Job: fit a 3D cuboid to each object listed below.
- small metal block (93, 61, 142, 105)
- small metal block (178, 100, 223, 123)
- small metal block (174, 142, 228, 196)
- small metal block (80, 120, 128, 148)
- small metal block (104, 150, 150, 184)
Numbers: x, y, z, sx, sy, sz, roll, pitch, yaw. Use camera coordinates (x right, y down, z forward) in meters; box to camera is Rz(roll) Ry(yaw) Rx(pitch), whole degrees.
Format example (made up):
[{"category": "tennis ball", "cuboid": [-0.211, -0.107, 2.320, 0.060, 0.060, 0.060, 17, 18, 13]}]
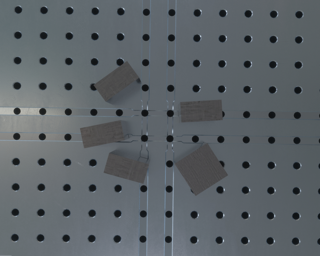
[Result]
[{"category": "small metal block", "cuboid": [-0.053, -0.057, 0.401, 0.050, 0.050, 0.025, -36, 90, 0]}, {"category": "small metal block", "cuboid": [0.051, -0.021, 0.401, 0.050, 0.050, 0.025, -3, 90, 0]}, {"category": "small metal block", "cuboid": [0.054, 0.054, 0.414, 0.050, 0.025, 0.050, -33, 90, 0]}, {"category": "small metal block", "cuboid": [-0.070, 0.007, 0.400, 0.050, 0.050, 0.025, -11, 90, 0]}, {"category": "small metal block", "cuboid": [-0.041, 0.049, 0.401, 0.050, 0.050, 0.025, 16, 90, 0]}]
